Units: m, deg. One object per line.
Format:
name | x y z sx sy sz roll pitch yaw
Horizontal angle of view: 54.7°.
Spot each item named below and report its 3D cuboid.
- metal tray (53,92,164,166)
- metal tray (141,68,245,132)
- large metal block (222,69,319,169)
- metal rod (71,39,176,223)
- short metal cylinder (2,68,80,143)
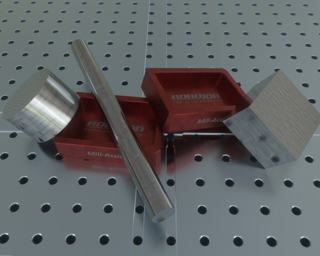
metal tray | -0.059 -0.001 0.404 0.131 0.030 0.090 5 50 4
metal tray | 0.051 -0.042 0.415 0.131 0.030 0.090 -5 48 -26
large metal block | 0.138 -0.010 0.378 0.080 0.050 0.080 47 60 -3
metal rod | -0.060 -0.020 0.385 0.025 0.025 0.300 -20 53 -16
short metal cylinder | -0.149 -0.029 0.391 0.080 0.050 0.080 -25 40 24
